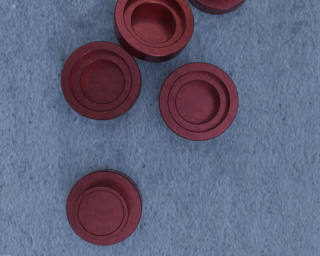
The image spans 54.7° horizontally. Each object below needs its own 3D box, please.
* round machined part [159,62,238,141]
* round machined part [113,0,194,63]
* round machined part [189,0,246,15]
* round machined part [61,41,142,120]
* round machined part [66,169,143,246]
[{"bbox_3d":[0.048,-0.033,0.402,0.099,0.042,0.097,0,90,-1],"label":"round machined part"},{"bbox_3d":[-0.010,-0.128,0.393,0.099,0.042,0.098,3,78,-13],"label":"round machined part"},{"bbox_3d":[0.078,-0.203,0.402,0.099,0.042,0.097,0,90,-1],"label":"round machined part"},{"bbox_3d":[-0.073,-0.059,0.401,0.099,0.042,0.097,0,90,-1],"label":"round machined part"},{"bbox_3d":[-0.072,0.104,0.401,0.099,0.042,0.097,0,90,-1],"label":"round machined part"}]
